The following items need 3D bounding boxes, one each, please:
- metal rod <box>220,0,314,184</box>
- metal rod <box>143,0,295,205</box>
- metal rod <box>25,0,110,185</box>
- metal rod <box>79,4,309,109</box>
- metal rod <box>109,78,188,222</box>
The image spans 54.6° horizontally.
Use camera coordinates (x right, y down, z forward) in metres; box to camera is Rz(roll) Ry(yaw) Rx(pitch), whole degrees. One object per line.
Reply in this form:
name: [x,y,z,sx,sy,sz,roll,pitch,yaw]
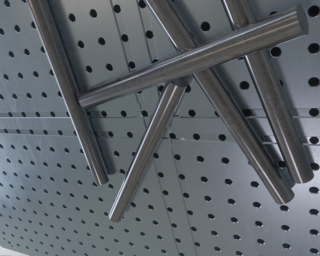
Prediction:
metal rod: [0.099,-0.070,0.315,0.025,0.025,0.299,-15,111,34]
metal rod: [0.069,-0.034,0.353,0.025,0.025,0.300,-27,104,37]
metal rod: [-0.128,-0.044,0.452,0.025,0.025,0.298,1,119,28]
metal rod: [0.003,-0.062,0.343,0.299,0.025,0.025,-12,113,42]
metal rod: [-0.029,0.050,0.457,0.025,0.025,0.298,31,129,8]
